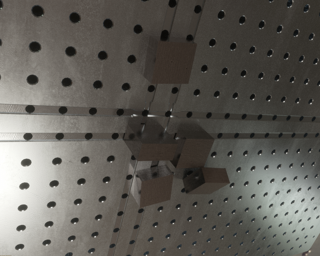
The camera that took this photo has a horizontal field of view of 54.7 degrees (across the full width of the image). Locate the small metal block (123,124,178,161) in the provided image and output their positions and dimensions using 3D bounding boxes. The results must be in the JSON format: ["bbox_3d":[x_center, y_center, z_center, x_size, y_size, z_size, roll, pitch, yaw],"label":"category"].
[{"bbox_3d":[-0.013,0.018,0.401,0.050,0.050,0.025,2,117,-30],"label":"small metal block"}]

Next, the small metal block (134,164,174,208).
[{"bbox_3d":[-0.010,0.086,0.461,0.050,0.025,0.050,-9,123,-24],"label":"small metal block"}]

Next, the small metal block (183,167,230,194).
[{"bbox_3d":[0.073,0.085,0.491,0.050,0.025,0.050,7,146,-32],"label":"small metal block"}]

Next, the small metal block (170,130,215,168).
[{"bbox_3d":[0.046,0.031,0.458,0.050,0.025,0.050,3,117,-30],"label":"small metal block"}]

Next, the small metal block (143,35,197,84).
[{"bbox_3d":[0.012,-0.081,0.369,0.050,0.025,0.050,-4,120,-27],"label":"small metal block"}]
